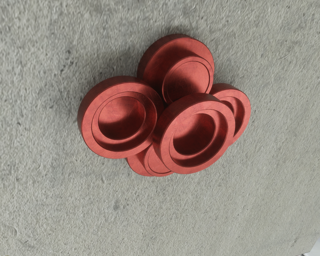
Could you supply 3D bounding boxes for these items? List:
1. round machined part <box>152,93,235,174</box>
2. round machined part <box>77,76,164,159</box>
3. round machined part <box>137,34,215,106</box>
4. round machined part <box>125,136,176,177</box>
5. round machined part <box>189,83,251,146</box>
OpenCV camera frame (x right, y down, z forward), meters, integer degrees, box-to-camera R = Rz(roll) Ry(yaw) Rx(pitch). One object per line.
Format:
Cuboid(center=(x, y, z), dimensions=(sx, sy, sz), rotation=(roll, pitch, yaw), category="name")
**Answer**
Cuboid(center=(0.036, 0.003, 0.365), dimensions=(0.099, 0.042, 0.097), rotation=(-14, 125, -21), category="round machined part")
Cuboid(center=(-0.048, -0.016, 0.363), dimensions=(0.099, 0.042, 0.097), rotation=(-14, 125, -21), category="round machined part")
Cuboid(center=(0.025, -0.060, 0.375), dimensions=(0.099, 0.042, 0.097), rotation=(-14, 125, -21), category="round machined part")
Cuboid(center=(0.002, 0.026, 0.416), dimensions=(0.099, 0.042, 0.097), rotation=(-14, 125, -21), category="round machined part")
Cuboid(center=(0.073, -0.017, 0.428), dimensions=(0.099, 0.042, 0.097), rotation=(-14, 125, -21), category="round machined part")
